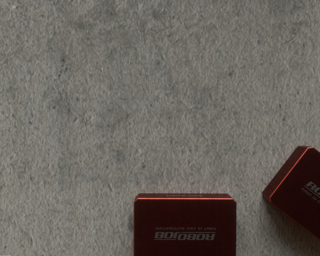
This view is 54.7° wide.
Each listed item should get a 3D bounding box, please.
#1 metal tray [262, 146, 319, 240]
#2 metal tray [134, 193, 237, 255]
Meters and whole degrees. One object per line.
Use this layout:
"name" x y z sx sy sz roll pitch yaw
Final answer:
"metal tray" 0.216 0.096 0.410 0.130 0.030 0.090 37 90 -1
"metal tray" 0.032 0.134 0.408 0.131 0.030 0.089 0 90 -1
